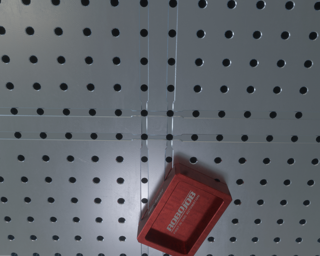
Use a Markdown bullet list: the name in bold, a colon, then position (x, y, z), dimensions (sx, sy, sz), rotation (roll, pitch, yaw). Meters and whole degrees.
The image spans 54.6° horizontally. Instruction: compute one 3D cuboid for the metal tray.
- **metal tray**: position (0.034, 0.127, 0.457), dimensions (0.090, 0.030, 0.129), rotation (26, 108, -9)
